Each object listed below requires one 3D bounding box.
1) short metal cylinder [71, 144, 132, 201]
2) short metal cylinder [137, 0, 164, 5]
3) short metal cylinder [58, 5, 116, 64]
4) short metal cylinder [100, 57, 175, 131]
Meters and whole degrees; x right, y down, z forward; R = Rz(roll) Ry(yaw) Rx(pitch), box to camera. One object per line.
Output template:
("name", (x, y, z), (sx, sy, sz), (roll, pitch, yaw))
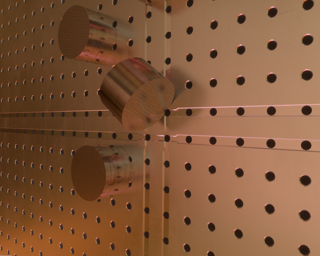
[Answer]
("short metal cylinder", (-0.088, 0.065, 0.463), (0.080, 0.050, 0.079), (0, 90, 39))
("short metal cylinder", (-0.021, -0.210, 0.408), (0.080, 0.050, 0.079), (0, 90, 39))
("short metal cylinder", (-0.115, -0.144, 0.485), (0.080, 0.050, 0.079), (0, 90, 39))
("short metal cylinder", (-0.029, -0.042, 0.395), (0.050, 0.081, 0.080), (45, 117, 30))
